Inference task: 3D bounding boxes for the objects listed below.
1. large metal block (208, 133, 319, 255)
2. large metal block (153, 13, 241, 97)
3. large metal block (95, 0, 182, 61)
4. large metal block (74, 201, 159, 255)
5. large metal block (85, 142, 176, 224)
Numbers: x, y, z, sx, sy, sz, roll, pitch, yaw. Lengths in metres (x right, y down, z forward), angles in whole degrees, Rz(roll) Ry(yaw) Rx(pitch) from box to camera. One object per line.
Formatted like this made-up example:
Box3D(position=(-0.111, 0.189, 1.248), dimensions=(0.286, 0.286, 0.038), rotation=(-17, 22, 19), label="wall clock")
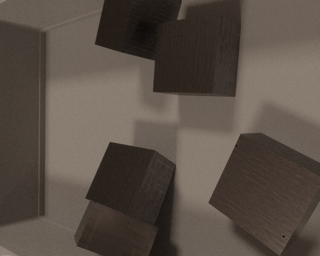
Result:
Box3D(position=(0.107, 0.058, 0.302), dimensions=(0.080, 0.050, 0.079), rotation=(33, 110, 35), label="large metal block")
Box3D(position=(0.041, -0.078, 0.355), dimensions=(0.080, 0.050, 0.079), rotation=(7, 94, 39), label="large metal block")
Box3D(position=(-0.026, -0.133, 0.391), dimensions=(0.050, 0.081, 0.079), rotation=(25, 106, 37), label="large metal block")
Box3D(position=(-0.058, 0.131, 0.389), dimensions=(0.050, 0.080, 0.080), rotation=(-68, 12, -17), label="large metal block")
Box3D(position=(-0.037, 0.069, 0.400), dimensions=(0.080, 0.050, 0.080), rotation=(7, 68, 39), label="large metal block")
